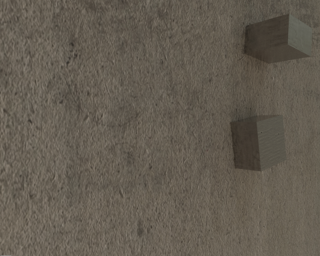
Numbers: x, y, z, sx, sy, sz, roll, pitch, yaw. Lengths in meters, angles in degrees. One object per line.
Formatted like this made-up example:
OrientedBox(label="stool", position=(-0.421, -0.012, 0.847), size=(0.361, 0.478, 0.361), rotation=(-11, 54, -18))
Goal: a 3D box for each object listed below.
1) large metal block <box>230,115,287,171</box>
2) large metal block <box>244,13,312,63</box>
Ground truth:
OrientedBox(label="large metal block", position=(0.170, 0.023, 0.530), size=(0.081, 0.050, 0.079), rotation=(-12, 98, -39))
OrientedBox(label="large metal block", position=(0.206, -0.152, 0.541), size=(0.081, 0.080, 0.050), rotation=(7, 86, -40))
